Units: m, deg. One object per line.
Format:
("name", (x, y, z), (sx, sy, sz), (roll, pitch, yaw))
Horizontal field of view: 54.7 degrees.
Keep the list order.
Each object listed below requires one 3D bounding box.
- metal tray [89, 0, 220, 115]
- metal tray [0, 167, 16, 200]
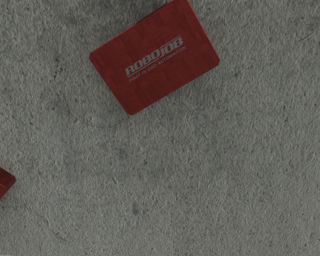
("metal tray", (-0.006, -0.086, 0.376), (0.130, 0.030, 0.090), (-30, 108, 10))
("metal tray", (-0.282, 0.096, 0.439), (0.090, 0.030, 0.130), (40, 105, -14))
